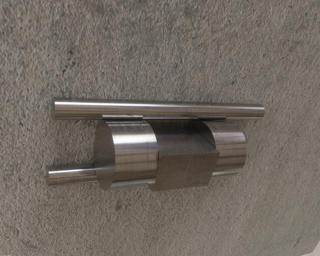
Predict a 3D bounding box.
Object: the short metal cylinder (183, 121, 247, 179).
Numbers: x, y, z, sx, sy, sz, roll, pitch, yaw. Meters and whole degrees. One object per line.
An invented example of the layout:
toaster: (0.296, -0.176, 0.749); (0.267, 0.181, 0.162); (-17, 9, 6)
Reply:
short metal cylinder: (0.073, 0.030, 0.430); (0.050, 0.080, 0.079); (-1, 119, -28)

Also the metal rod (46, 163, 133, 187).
metal rod: (-0.002, 0.056, 0.442); (0.303, 0.025, 0.025); (-1, 119, -28)

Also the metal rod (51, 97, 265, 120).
metal rod: (0.018, -0.023, 0.404); (0.303, 0.025, 0.025); (-1, 119, -28)

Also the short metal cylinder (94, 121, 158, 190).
short metal cylinder: (-0.043, 0.031, 0.368); (0.050, 0.080, 0.079); (-1, 119, -28)

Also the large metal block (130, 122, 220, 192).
large metal block: (0.015, 0.033, 0.398); (0.081, 0.080, 0.050); (0, 119, -29)
